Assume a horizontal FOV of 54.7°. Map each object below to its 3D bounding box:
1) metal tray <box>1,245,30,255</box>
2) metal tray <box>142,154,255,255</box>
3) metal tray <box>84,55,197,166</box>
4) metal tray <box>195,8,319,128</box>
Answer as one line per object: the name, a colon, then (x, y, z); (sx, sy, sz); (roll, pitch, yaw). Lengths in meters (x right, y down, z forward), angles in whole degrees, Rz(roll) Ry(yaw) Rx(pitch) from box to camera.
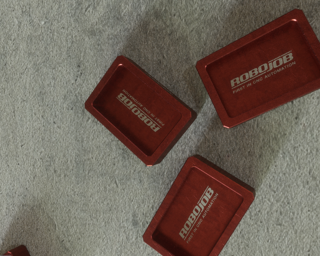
metal tray: (-0.224, 0.264, 0.485); (0.090, 0.030, 0.130); (-36, 79, 16)
metal tray: (0.047, 0.110, 0.389); (0.090, 0.030, 0.129); (32, 100, 17)
metal tray: (-0.028, -0.024, 0.416); (0.130, 0.030, 0.090); (41, 103, 15)
metal tray: (0.119, -0.065, 0.363); (0.130, 0.030, 0.090); (-26, 82, 18)
